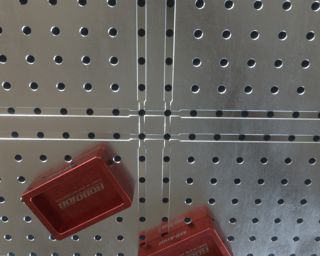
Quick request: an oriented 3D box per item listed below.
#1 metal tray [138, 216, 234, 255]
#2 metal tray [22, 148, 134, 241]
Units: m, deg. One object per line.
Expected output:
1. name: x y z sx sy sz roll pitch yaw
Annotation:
1. metal tray: 0.041 0.204 0.486 0.130 0.030 0.090 -28 108 9
2. metal tray: -0.115 0.097 0.444 0.130 0.030 0.090 -28 108 9
